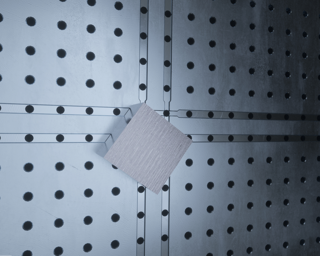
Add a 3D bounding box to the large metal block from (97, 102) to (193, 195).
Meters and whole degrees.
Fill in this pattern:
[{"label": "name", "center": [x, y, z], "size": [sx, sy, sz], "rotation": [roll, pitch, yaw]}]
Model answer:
[{"label": "large metal block", "center": [-0.020, 0.025, 0.393], "size": [0.080, 0.050, 0.080], "rotation": [38, 78, -17]}]
